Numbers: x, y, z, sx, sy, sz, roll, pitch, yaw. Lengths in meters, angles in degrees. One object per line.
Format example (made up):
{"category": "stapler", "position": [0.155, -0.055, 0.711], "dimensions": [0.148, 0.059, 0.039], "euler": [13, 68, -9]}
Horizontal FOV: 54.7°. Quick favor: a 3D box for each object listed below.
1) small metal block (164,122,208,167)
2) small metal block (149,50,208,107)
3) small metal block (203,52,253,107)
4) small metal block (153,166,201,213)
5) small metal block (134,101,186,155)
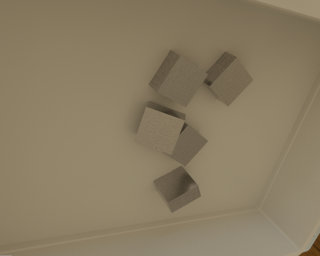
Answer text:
{"category": "small metal block", "position": [0.032, 0.020, 0.440], "dimensions": [0.050, 0.025, 0.050], "euler": [-49, 129, 6]}
{"category": "small metal block", "position": [0.023, -0.061, 0.385], "dimensions": [0.050, 0.025, 0.050], "euler": [24, 105, -37]}
{"category": "small metal block", "position": [0.091, -0.066, 0.420], "dimensions": [0.050, 0.025, 0.050], "euler": [-47, 130, 5]}
{"category": "small metal block", "position": [0.025, 0.091, 0.465], "dimensions": [0.050, 0.050, 0.025], "euler": [-27, 128, -12]}
{"category": "small metal block", "position": [0.000, 0.000, 0.395], "dimensions": [0.050, 0.025, 0.050], "euler": [20, 111, -1]}
